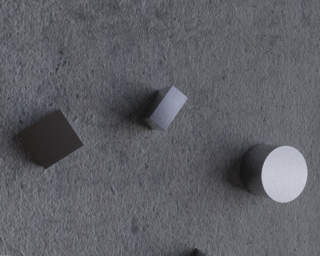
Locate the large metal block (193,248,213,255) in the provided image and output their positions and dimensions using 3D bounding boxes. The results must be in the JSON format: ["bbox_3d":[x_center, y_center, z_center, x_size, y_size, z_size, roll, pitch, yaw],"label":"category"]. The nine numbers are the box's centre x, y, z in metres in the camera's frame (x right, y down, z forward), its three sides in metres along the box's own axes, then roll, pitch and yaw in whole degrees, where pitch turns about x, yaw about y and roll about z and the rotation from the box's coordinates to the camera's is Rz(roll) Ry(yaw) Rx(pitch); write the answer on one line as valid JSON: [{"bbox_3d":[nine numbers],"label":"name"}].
[{"bbox_3d":[0.075,0.226,0.424,0.080,0.050,0.080,31,80,-18],"label":"large metal block"}]

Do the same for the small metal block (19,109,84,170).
[{"bbox_3d":[-0.126,0.013,0.363,0.050,0.025,0.050,-34,101,-17],"label":"small metal block"}]

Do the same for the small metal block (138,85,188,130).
[{"bbox_3d":[0.003,-0.025,0.397,0.025,0.050,0.050,38,78,-16],"label":"small metal block"}]

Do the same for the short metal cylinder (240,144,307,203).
[{"bbox_3d":[0.167,0.065,0.458,0.081,0.050,0.080,0,90,-20],"label":"short metal cylinder"}]
